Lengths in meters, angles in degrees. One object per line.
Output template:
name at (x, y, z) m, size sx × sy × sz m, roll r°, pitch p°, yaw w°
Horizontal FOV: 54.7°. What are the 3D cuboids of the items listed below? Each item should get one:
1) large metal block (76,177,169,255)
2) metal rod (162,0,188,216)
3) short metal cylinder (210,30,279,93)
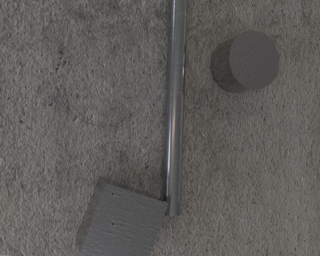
large metal block at (-0.047, 0.113, 0.379) m, size 0.080 × 0.050 × 0.080 m, roll 22°, pitch 83°, yaw -19°
metal rod at (0.020, -0.034, 0.416) m, size 0.025 × 0.025 × 0.298 m, roll 2°, pitch 89°, yaw -20°
short metal cylinder at (0.119, -0.092, 0.439) m, size 0.081 × 0.050 × 0.079 m, roll 0°, pitch 90°, yaw -20°
